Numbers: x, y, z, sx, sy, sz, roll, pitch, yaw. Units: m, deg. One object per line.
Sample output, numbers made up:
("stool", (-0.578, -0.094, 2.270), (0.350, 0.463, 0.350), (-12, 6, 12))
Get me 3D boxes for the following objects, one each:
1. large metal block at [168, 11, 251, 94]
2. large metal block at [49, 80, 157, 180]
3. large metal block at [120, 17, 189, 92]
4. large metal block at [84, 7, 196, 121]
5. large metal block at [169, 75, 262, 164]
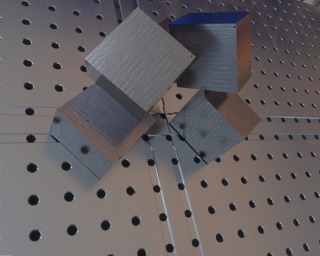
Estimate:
("large metal block", (0.063, -0.092, 0.374), (0.080, 0.079, 0.050), (11, 37, 30))
("large metal block", (-0.065, -0.002, 0.359), (0.080, 0.050, 0.080), (43, 51, 1))
("large metal block", (-0.008, -0.091, 0.424), (0.050, 0.080, 0.080), (41, 51, -1))
("large metal block", (-0.022, -0.067, 0.338), (0.080, 0.050, 0.080), (41, 76, -1))
("large metal block", (0.072, -0.010, 0.417), (0.080, 0.080, 0.050), (47, 51, 4))
